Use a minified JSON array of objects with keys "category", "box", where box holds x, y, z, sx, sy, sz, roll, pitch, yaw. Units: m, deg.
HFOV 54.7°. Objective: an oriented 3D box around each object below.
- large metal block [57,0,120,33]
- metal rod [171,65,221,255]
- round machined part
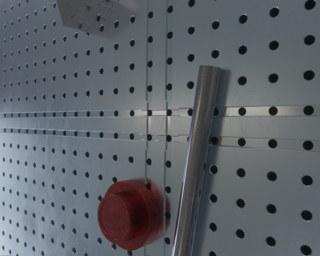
[{"category":"large metal block","box":[-0.119,-0.212,0.491,0.080,0.050,0.080,-29,72,36]},{"category":"metal rod","box":[0.038,0.076,0.377,0.025,0.025,0.298,13,98,39]},{"category":"round machined part","box":[-0.051,0.125,0.440,0.098,0.042,0.097,0,90,40]}]
